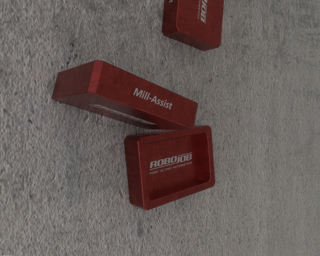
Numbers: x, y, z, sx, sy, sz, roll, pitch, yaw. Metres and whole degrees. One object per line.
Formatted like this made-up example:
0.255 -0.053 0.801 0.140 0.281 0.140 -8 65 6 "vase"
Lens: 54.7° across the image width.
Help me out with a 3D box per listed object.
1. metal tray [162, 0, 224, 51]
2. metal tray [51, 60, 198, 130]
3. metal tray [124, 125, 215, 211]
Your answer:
0.051 -0.186 0.444 0.091 0.030 0.129 8 85 -40 "metal tray"
-0.035 -0.028 0.332 0.131 0.090 0.030 18 79 -39 "metal tray"
0.018 0.047 0.415 0.131 0.030 0.089 -9 96 -40 "metal tray"
